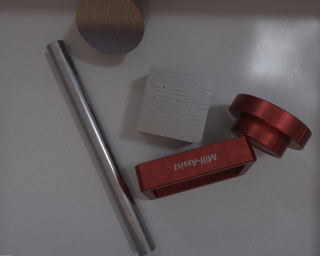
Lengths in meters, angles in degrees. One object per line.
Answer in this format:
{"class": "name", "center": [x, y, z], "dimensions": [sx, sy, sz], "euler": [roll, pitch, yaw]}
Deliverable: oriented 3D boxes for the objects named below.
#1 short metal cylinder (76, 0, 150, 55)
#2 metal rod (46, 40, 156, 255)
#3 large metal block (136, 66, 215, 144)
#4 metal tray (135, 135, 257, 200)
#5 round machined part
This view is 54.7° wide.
{"class": "short metal cylinder", "center": [-0.055, -0.137, 0.377], "dimensions": [0.080, 0.050, 0.079], "euler": [4, 135, 4]}
{"class": "metal rod", "center": [-0.077, 0.026, 0.410], "dimensions": [0.025, 0.025, 0.299], "euler": [-24, 90, 0]}
{"class": "large metal block", "center": [0.019, -0.028, 0.399], "dimensions": [0.080, 0.050, 0.080], "euler": [12, 90, -1]}
{"class": "metal tray", "center": [0.042, 0.052, 0.377], "dimensions": [0.131, 0.090, 0.030], "euler": [-15, 70, -1]}
{"class": "round machined part", "center": [0.126, 0.002, 0.377], "dimensions": [0.098, 0.098, 0.042], "euler": [32, 90, -1]}
